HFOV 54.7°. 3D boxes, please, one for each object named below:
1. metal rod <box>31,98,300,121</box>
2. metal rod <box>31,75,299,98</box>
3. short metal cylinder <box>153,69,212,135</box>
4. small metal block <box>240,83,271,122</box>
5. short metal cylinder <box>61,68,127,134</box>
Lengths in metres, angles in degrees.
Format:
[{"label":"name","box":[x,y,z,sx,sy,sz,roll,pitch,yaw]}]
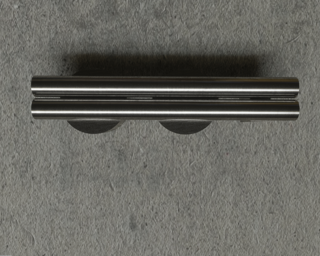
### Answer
[{"label":"metal rod","box":[0.007,-0.022,0.360,0.302,0.025,0.025,0,90,-1]},{"label":"metal rod","box":[0.006,-0.048,0.360,0.302,0.025,0.025,0,90,-1]},{"label":"short metal cylinder","box":[0.031,-0.032,0.399,0.081,0.050,0.080,0,90,0]},{"label":"small metal block","box":[0.122,-0.033,0.401,0.025,0.050,0.050,-2,90,0]},{"label":"short metal cylinder","box":[-0.080,-0.033,0.397,0.081,0.050,0.080,0,90,0]}]
